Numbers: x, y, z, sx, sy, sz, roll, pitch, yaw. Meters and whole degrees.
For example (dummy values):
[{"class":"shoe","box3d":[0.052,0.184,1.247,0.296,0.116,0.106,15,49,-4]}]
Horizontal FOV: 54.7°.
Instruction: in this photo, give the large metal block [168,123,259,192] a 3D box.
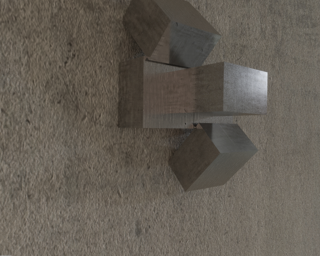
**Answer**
[{"class":"large metal block","box3d":[0.072,0.039,0.425,0.081,0.080,0.050,1,46,-41]}]

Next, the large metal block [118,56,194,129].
[{"class":"large metal block","box3d":[-0.004,-0.040,0.386,0.081,0.050,0.079,1,90,-40]}]

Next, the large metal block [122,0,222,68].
[{"class":"large metal block","box3d":[0.013,-0.121,0.375,0.081,0.050,0.080,1,46,-40]}]

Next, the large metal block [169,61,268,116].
[{"class":"large metal block","box3d":[0.068,-0.041,0.365,0.081,0.080,0.050,2,89,-40]}]

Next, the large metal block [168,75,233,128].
[{"class":"large metal block","box3d":[0.058,-0.039,0.439,0.081,0.050,0.079,1,90,-40]}]
